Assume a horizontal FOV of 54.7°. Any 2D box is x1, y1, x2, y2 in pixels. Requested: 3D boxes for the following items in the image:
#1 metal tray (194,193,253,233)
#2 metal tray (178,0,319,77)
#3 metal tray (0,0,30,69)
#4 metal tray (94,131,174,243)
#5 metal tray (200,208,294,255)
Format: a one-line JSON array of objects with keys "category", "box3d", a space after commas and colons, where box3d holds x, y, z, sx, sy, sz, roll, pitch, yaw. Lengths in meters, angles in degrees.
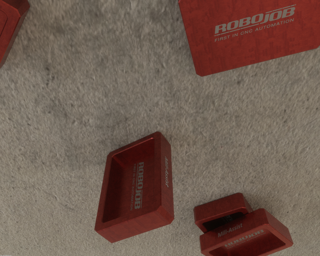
[{"category": "metal tray", "box3d": [0.128, 0.175, 0.554, 0.090, 0.030, 0.130, -24, 127, 18]}, {"category": "metal tray", "box3d": [0.091, -0.111, 0.311, 0.131, 0.030, 0.090, -13, 129, 10]}, {"category": "metal tray", "box3d": [-0.208, -0.118, 0.299, 0.131, 0.030, 0.090, 28, 124, -23]}, {"category": "metal tray", "box3d": [-0.030, 0.071, 0.399, 0.090, 0.130, 0.030, -24, 126, 19]}, {"category": "metal tray", "box3d": [0.145, 0.193, 0.530, 0.130, 0.030, 0.090, -35, 123, 25]}]
